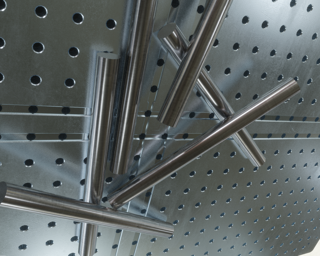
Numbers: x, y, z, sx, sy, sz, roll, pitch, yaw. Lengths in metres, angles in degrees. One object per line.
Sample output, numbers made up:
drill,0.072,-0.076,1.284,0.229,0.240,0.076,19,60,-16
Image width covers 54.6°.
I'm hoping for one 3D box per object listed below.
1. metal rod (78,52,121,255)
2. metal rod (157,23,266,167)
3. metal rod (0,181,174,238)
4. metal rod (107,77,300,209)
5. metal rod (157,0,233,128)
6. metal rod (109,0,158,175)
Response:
metal rod,-0.082,0.053,0.398,0.025,0.025,0.298,-3,120,-27
metal rod,0.089,-0.027,0.442,0.025,0.025,0.300,-43,129,2
metal rod,-0.072,0.118,0.413,0.025,0.025,0.301,-50,138,7
metal rod,0.058,0.023,0.431,0.300,0.025,0.025,-33,129,3
metal rod,0.067,-0.140,0.337,0.025,0.025,0.299,16,103,-35
metal rod,-0.027,-0.076,0.348,0.025,0.025,0.298,-2,120,-27
